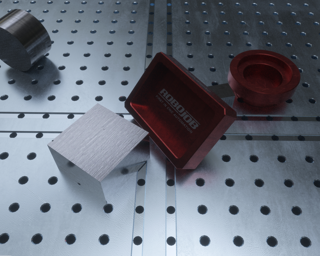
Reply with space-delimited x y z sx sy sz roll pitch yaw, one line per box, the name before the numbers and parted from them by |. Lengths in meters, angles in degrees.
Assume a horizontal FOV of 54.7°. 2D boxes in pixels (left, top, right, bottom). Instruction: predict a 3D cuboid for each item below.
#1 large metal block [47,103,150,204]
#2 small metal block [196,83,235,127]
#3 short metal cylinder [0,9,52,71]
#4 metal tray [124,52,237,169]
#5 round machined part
large metal block | -0.069 0.028 0.367 0.080 0.050 0.080 29 56 22
small metal block | 0.069 -0.030 0.417 0.050 0.050 0.025 -11 51 -9
short metal cylinder | -0.220 -0.137 0.485 0.080 0.080 0.050 19 53 15
metal tray | 0.019 -0.023 0.386 0.030 0.090 0.130 10 32 -52
round machined part | 0.149 -0.069 0.455 0.099 0.042 0.098 0 50 0
